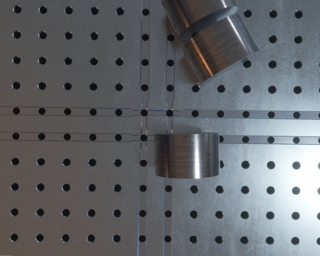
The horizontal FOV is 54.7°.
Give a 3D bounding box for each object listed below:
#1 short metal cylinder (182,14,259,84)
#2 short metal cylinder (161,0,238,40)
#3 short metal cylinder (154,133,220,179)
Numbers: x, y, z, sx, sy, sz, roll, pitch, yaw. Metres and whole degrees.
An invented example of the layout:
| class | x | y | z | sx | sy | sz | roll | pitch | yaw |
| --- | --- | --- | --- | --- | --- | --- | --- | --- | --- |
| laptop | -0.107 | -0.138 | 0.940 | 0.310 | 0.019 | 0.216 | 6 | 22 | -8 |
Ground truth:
| class | x | y | z | sx | sy | sz | roll | pitch | yaw |
| --- | --- | --- | --- | --- | --- | --- | --- | --- | --- |
| short metal cylinder | 0.074 | -0.096 | 0.386 | 0.080 | 0.080 | 0.050 | -29 | 90 | 0 |
| short metal cylinder | 0.049 | -0.152 | 0.386 | 0.080 | 0.080 | 0.050 | -25 | 90 | 0 |
| short metal cylinder | 0.034 | 0.032 | 0.386 | 0.081 | 0.080 | 0.050 | -1 | 90 | 0 |
